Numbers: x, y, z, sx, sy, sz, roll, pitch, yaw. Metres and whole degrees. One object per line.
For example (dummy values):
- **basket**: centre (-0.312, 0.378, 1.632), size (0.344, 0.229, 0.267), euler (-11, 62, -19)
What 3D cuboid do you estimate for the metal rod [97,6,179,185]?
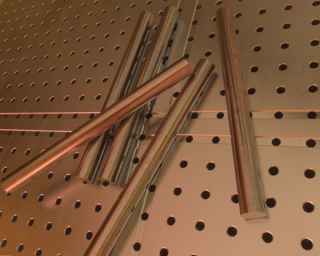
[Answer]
- **metal rod**: centre (-0.025, -0.062, 0.457), size (0.025, 0.025, 0.300), euler (5, 64, 30)

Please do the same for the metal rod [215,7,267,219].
- **metal rod**: centre (0.094, -0.042, 0.383), size (0.025, 0.025, 0.299), euler (-13, 56, 21)

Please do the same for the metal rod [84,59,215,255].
- **metal rod**: centre (-0.009, 0.037, 0.388), size (0.025, 0.025, 0.300), euler (20, 72, 35)

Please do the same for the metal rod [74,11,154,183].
- **metal rod**: centre (-0.063, -0.062, 0.476), size (0.025, 0.025, 0.300), euler (3, 63, 29)

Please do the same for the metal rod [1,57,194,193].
- **metal rod**: centre (-0.088, -0.001, 0.419), size (0.300, 0.025, 0.025), euler (-33, 52, 6)
